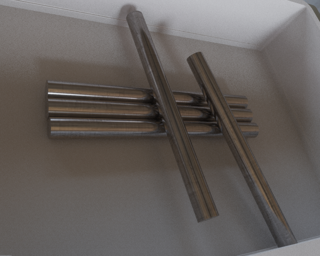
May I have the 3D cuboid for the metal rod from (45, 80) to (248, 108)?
[{"bbox_3d":[0.001,-0.042,0.432,0.303,0.025,0.025,1,62,-28],"label":"metal rod"}]

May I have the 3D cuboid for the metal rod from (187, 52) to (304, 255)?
[{"bbox_3d":[0.110,0.031,0.421,0.025,0.025,0.299,-17,78,-35],"label":"metal rod"}]

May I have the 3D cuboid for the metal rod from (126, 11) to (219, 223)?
[{"bbox_3d":[0.008,-0.031,0.396,0.025,0.025,0.299,-5,64,-31],"label":"metal rod"}]

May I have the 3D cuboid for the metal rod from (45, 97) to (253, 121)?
[{"bbox_3d":[0.006,-0.020,0.421,0.303,0.025,0.025,1,62,-28],"label":"metal rod"}]

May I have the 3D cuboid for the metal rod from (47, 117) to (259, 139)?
[{"bbox_3d":[0.012,0.002,0.411,0.303,0.025,0.025,1,62,-28],"label":"metal rod"}]
